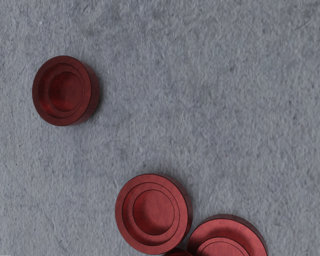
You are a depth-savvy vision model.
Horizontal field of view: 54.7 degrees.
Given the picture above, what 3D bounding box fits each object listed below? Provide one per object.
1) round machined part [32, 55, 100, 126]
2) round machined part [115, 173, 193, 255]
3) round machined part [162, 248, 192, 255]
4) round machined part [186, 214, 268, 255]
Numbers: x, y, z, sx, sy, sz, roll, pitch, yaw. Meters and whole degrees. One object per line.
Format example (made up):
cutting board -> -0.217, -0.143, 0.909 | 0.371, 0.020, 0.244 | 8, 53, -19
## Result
round machined part -> -0.129, -0.051, 0.444 | 0.098, 0.042, 0.097 | 0, 90, 19
round machined part -> -0.004, 0.106, 0.398 | 0.098, 0.042, 0.097 | -2, 85, 21
round machined part -> 0.026, 0.195, 0.362 | 0.098, 0.042, 0.097 | 33, 137, 39
round machined part -> 0.079, 0.158, 0.372 | 0.098, 0.042, 0.097 | 0, 90, 19
